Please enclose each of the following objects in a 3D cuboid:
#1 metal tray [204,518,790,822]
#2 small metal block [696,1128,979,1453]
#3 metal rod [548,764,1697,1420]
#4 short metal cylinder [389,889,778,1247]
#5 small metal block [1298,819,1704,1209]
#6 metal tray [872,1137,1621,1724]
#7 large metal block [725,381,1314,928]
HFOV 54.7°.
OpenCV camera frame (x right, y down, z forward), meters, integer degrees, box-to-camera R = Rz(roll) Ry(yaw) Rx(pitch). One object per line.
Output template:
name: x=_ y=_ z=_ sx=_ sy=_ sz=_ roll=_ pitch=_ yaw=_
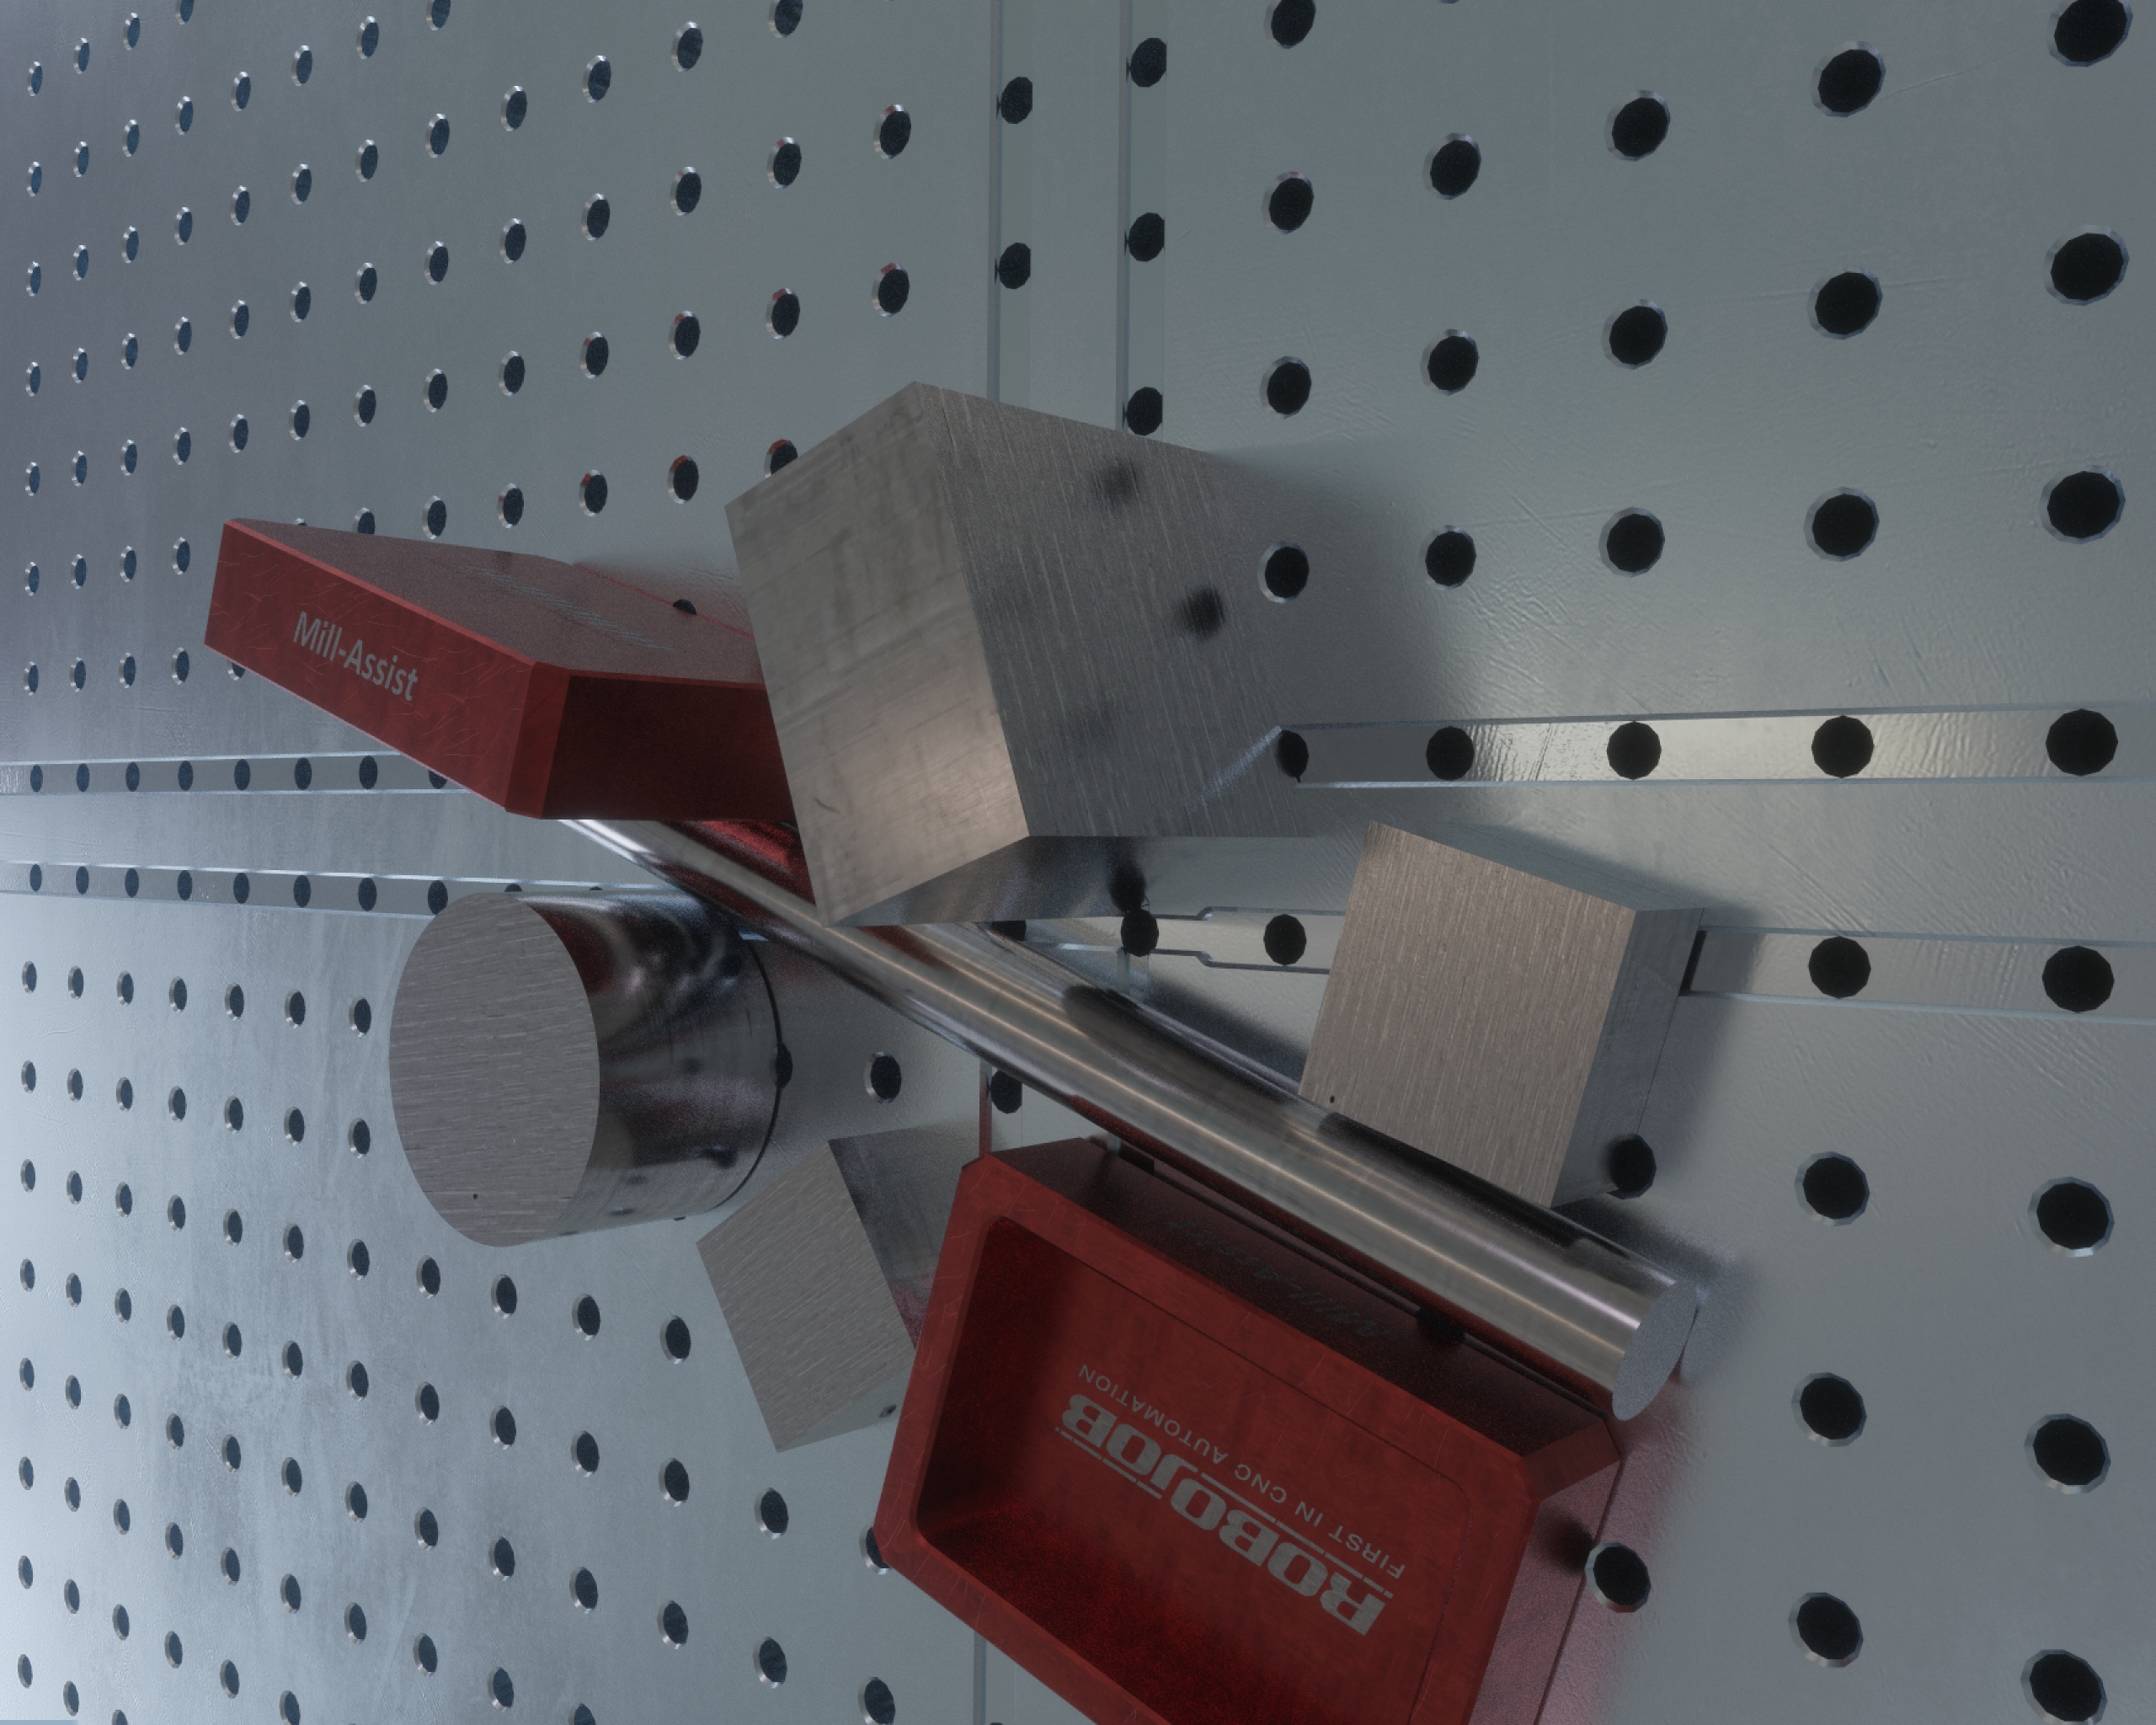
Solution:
metal tray: x=-0.120 y=-0.043 z=0.465 sx=0.130 sy=0.091 sz=0.030 roll=24 pitch=105 yaw=37
small metal block: x=-0.050 y=0.092 z=0.452 sx=0.050 sy=0.025 sz=0.050 roll=-39 pitch=66 yaw=33
metal rod: x=-0.017 y=0.027 z=0.423 sx=0.300 sy=0.025 sz=0.025 roll=25 pitch=106 yaw=37
short metal cylinder: x=-0.116 y=0.046 z=0.488 sx=0.080 sy=0.050 sz=0.080 roll=0 pitch=90 yaw=40
small metal block: x=0.070 y=0.024 z=0.351 sx=0.050 sy=0.025 sz=0.050 roll=22 pitch=104 yaw=38
metal tray: x=0.025 y=0.117 z=0.385 sx=0.130 sy=0.030 sz=0.089 roll=23 pitch=105 yaw=37
large metal block: x=-0.010 y=-0.034 z=0.383 sx=0.050 sy=0.081 sz=0.080 roll=-23 pitch=75 yaw=38
